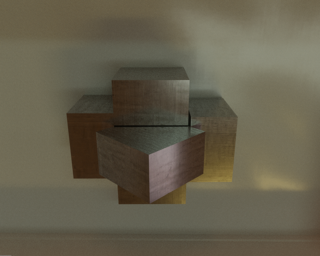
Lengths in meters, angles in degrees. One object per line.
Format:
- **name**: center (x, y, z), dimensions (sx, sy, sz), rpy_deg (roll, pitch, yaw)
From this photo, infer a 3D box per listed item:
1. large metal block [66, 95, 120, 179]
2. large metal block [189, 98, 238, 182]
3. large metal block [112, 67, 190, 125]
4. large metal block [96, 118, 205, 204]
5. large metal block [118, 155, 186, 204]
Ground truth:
- **large metal block**: center (-0.075, 0.008, 0.383), dimensions (0.050, 0.080, 0.079), rpy_deg (0, 110, 0)
- **large metal block**: center (0.058, 0.012, 0.383), dimensions (0.050, 0.080, 0.079), rpy_deg (0, 110, -1)
- **large metal block**: center (-0.010, -0.040, 0.366), dimensions (0.081, 0.080, 0.050), rpy_deg (0, 110, 0)
- **large metal block**: center (-0.010, 0.027, 0.330), dimensions (0.081, 0.080, 0.050), rpy_deg (-19, 117, -42)
- **large metal block**: center (-0.009, 0.054, 0.401), dimensions (0.081, 0.080, 0.050), rpy_deg (0, 110, 0)
